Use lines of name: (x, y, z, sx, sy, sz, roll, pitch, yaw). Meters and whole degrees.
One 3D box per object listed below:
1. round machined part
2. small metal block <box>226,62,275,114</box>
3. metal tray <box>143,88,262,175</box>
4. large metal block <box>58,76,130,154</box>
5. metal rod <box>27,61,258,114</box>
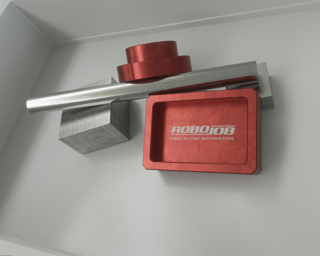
round machined part: (-0.009, -0.089, 0.412, 0.098, 0.098, 0.042, -4, 100, 26)
small metal block: (0.108, -0.047, 0.375, 0.050, 0.025, 0.050, -11, 57, 22)
metal tray: (0.046, 0.005, 0.354, 0.130, 0.030, 0.090, -1, 80, 26)
large metal block: (-0.092, -0.017, 0.443, 0.080, 0.050, 0.080, -16, 55, 18)
metal rod: (-0.034, -0.048, 0.392, 0.301, 0.025, 0.025, -6, 59, 16)
